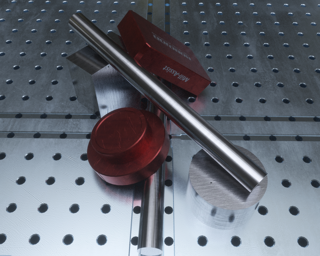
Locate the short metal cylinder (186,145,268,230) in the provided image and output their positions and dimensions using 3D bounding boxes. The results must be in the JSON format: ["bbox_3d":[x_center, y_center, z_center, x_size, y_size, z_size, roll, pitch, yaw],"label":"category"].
[{"bbox_3d":[0.070,0.063,0.340,0.081,0.050,0.080,0,50,0],"label":"short metal cylinder"}]

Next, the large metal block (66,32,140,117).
[{"bbox_3d":[-0.075,-0.074,0.434,0.050,0.080,0.080,34,58,25],"label":"large metal block"}]

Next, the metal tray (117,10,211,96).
[{"bbox_3d":[0.008,-0.104,0.441,0.131,0.030,0.090,20,35,-41],"label":"metal tray"}]

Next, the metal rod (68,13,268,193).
[{"bbox_3d":[-0.007,-0.043,0.352,0.025,0.025,0.300,-36,67,-26],"label":"metal rod"}]

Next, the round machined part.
[{"bbox_3d":[-0.041,0.014,0.364,0.098,0.042,0.098,-11,49,13],"label":"round machined part"}]

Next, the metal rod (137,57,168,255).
[{"bbox_3d":[-0.004,0.007,0.401,0.025,0.025,0.300,2,50,1],"label":"metal rod"}]
